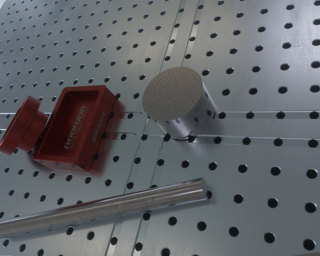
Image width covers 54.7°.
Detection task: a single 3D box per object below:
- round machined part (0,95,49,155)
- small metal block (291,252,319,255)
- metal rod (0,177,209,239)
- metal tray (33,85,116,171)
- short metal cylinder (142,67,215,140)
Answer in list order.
[{"bbox_3d":[-0.214,0.000,0.492,0.098,0.042,0.098,-42,31,32],"label":"round machined part"},{"bbox_3d":[0.128,0.134,0.259,0.050,0.025,0.050,-17,55,18],"label":"small metal block"},{"bbox_3d":[-0.087,0.105,0.389,0.301,0.025,0.025,-16,55,19],"label":"metal rod"},{"bbox_3d":[-0.129,-0.003,0.474,0.090,0.030,0.130,1,62,28],"label":"metal tray"},{"bbox_3d":[0.024,-0.032,0.399,0.080,0.050,0.080,-13,56,21],"label":"short metal cylinder"}]
